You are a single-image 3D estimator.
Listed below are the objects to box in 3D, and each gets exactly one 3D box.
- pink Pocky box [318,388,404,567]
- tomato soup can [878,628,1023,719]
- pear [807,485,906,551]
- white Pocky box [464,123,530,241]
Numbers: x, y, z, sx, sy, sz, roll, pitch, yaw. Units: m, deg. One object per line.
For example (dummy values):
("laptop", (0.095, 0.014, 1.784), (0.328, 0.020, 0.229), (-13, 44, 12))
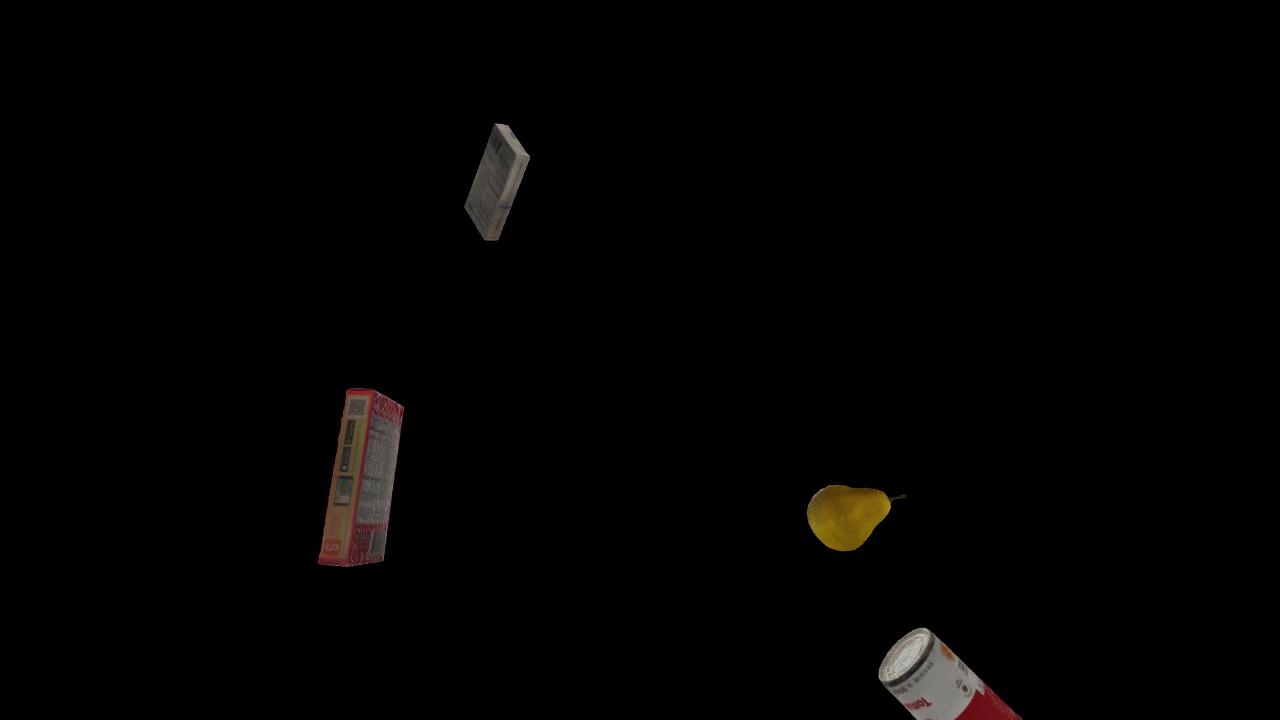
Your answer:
("pink Pocky box", (-0.257, 0.110, 0.577), (0.029, 0.155, 0.084), (2, -15, -1))
("tomato soup can", (0.275, 0.301, 0.548), (0.101, 0.068, 0.068), (45, 13, 14))
("pear", (0.258, 0.179, 0.734), (0.111, 0.080, 0.080), (-38, -19, 26))
("white Pocky box", (-0.217, -0.264, 0.923), (0.028, 0.084, 0.154), (-9, -35, -42))
